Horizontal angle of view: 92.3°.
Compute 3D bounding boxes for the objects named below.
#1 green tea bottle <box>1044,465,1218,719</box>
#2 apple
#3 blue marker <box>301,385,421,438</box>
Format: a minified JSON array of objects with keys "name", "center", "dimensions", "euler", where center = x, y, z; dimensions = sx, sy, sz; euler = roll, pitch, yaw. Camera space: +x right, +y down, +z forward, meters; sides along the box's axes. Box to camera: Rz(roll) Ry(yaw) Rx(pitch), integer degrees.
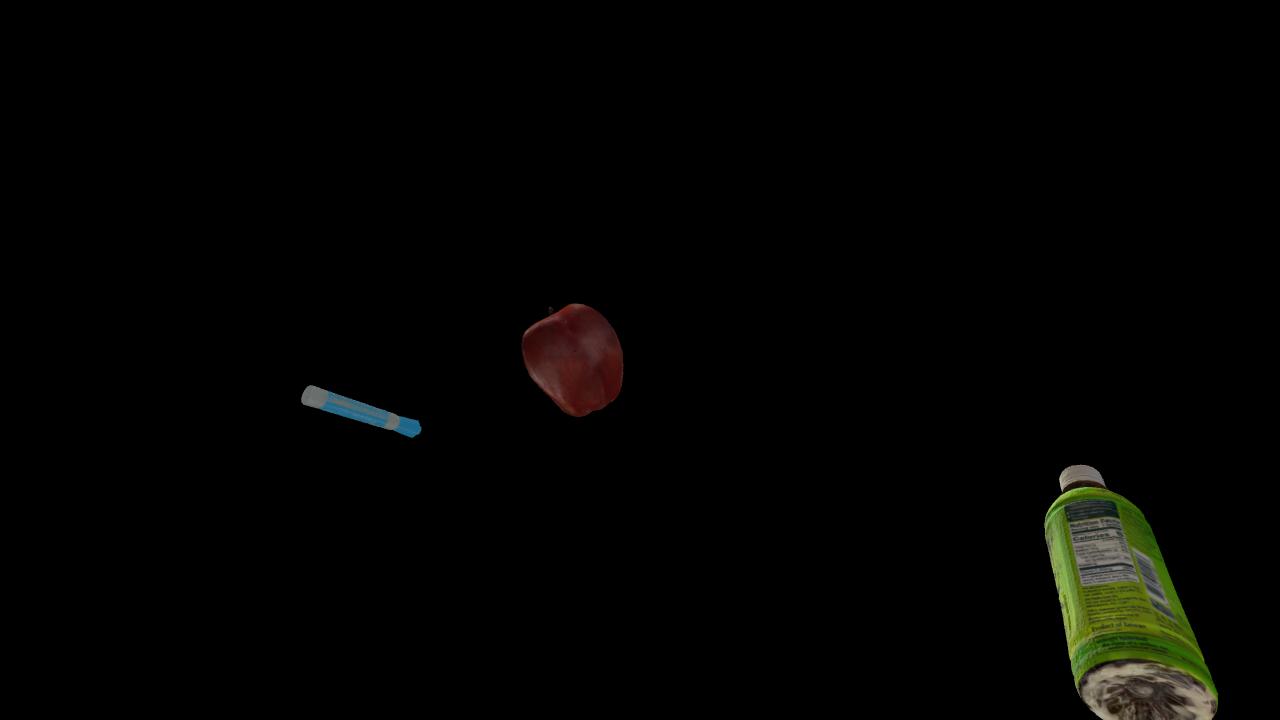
[{"name":"green tea bottle","center":[0.339,0.152,0.445],"dimensions":[0.073,0.073,0.212],"euler":[0,30,27]},{"name":"apple","center":[-0.054,-0.002,0.505],"dimensions":[0.079,0.093,0.079],"euler":[-28,3,2]},{"name":"blue marker","center":[-0.268,0.053,0.603],"dimensions":[0.020,0.020,0.121],"euler":[0,-21,39]}]
